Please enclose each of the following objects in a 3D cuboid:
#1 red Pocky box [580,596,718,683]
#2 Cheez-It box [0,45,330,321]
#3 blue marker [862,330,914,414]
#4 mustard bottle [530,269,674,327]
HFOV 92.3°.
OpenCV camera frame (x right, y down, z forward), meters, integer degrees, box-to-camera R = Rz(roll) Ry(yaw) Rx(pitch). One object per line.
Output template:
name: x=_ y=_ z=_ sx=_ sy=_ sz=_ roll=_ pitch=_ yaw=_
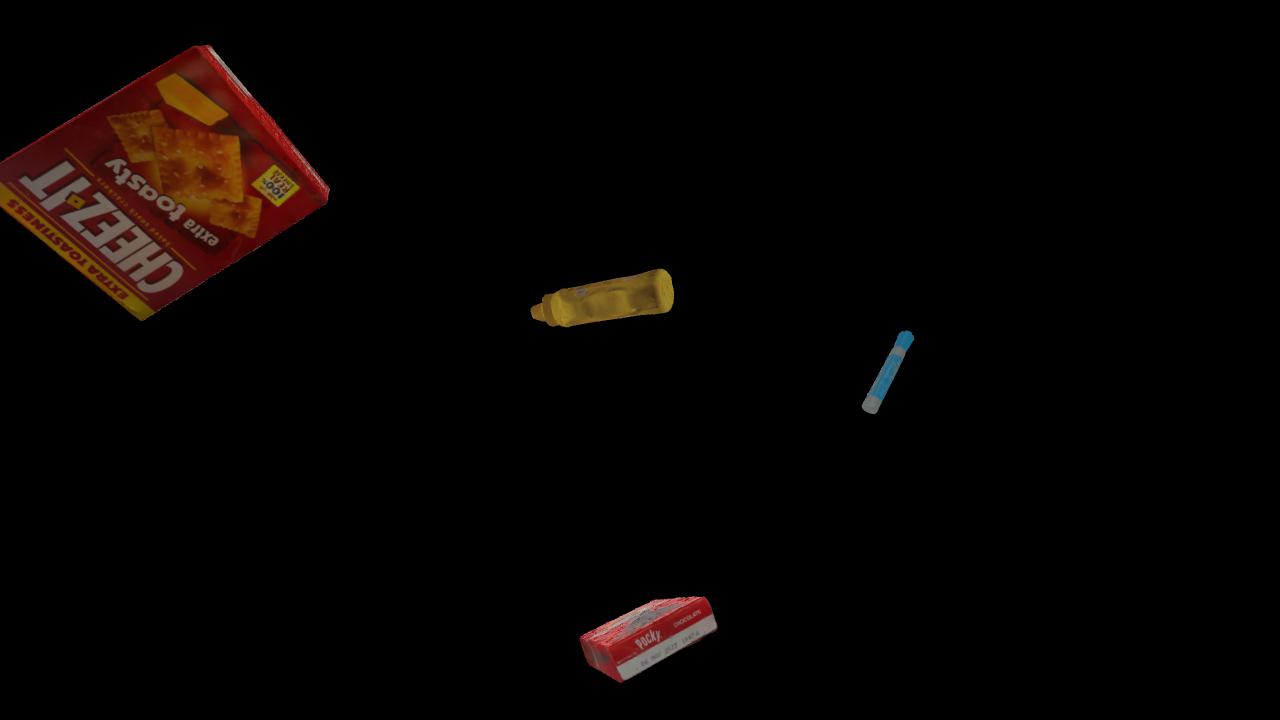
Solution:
red Pocky box: x=0.000 y=0.224 z=0.503 sx=0.083 sy=0.028 sz=0.155 roll=-21 pitch=-15 yaw=-20
Cheez-It box: x=-0.451 y=-0.168 z=0.595 sx=0.223 sy=0.166 sz=0.071 roll=-35 pitch=33 yaw=-5
blue marker: x=0.305 y=0.012 z=0.751 sx=0.020 sy=0.121 sz=0.020 roll=30 pitch=-20 yaw=12
mustard bottle: x=-0.053 y=-0.074 z=0.780 sx=0.184 sy=0.054 sz=0.092 roll=-8 pitch=19 yaw=16
